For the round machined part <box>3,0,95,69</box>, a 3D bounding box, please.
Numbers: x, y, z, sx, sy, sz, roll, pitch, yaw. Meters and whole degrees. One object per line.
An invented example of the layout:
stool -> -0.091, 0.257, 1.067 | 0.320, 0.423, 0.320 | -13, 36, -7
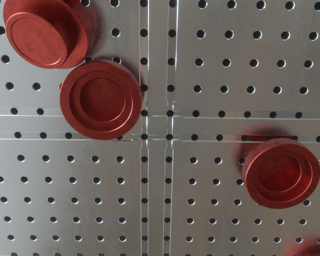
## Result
round machined part -> -0.127, -0.105, 0.343 | 0.098, 0.042, 0.097 | 9, 138, 8

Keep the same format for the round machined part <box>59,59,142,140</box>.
round machined part -> -0.071, -0.038, 0.390 | 0.099, 0.042, 0.097 | 0, 110, 0

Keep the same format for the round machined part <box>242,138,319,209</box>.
round machined part -> 0.162, 0.059, 0.427 | 0.099, 0.042, 0.097 | 0, 110, 0
